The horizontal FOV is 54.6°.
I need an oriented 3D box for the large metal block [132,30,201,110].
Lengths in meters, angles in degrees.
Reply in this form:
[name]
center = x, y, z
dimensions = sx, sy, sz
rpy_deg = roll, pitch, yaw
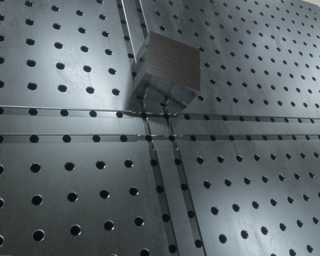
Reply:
[large metal block]
center = 0.010, -0.082, 0.447
dimensions = 0.080, 0.050, 0.080
rpy_deg = 16, 55, -19
